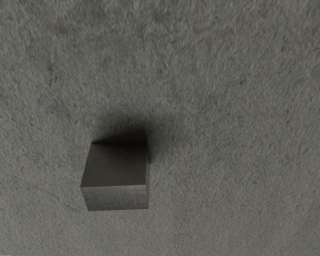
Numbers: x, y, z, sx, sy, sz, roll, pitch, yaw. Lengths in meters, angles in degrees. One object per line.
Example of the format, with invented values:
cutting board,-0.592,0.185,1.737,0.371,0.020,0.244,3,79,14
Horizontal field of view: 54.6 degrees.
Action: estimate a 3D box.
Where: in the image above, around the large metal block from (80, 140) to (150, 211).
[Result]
large metal block,-0.056,0.064,0.425,0.080,0.080,0.050,-3,130,2
